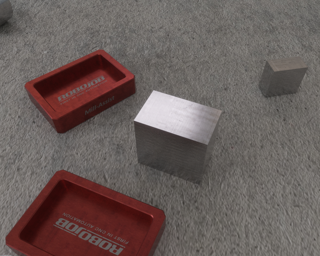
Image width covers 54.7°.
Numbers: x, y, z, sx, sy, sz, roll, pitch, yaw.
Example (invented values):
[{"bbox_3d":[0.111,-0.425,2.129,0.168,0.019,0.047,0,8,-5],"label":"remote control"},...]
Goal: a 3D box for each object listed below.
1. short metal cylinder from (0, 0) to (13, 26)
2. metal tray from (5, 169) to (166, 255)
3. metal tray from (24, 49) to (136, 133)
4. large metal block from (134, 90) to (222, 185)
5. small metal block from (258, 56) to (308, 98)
[{"bbox_3d":[-0.312,-0.215,0.546,0.080,0.080,0.050,20,53,16],"label":"short metal cylinder"},{"bbox_3d":[-0.070,0.105,0.311,0.130,0.030,0.090,19,52,15],"label":"metal tray"},{"bbox_3d":[-0.112,-0.058,0.447,0.131,0.030,0.090,-33,58,-25],"label":"metal tray"},{"bbox_3d":[0.020,0.012,0.358,0.080,0.080,0.050,18,53,15],"label":"large metal block"},{"bbox_3d":[0.178,-0.074,0.450,0.050,0.050,0.025,-9,51,-7],"label":"small metal block"}]
